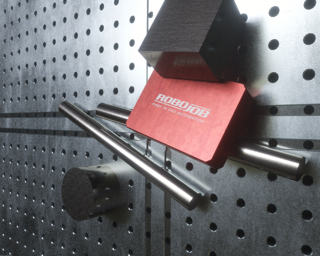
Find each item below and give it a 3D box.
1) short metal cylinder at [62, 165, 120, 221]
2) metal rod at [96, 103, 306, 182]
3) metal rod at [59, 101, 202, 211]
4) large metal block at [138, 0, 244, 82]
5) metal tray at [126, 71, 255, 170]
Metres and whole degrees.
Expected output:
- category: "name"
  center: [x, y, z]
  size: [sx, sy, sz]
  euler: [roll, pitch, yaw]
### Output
- category: "short metal cylinder"
  center: [-0.109, 0.099, 0.483]
  size: [0.080, 0.050, 0.079]
  euler: [0, 90, 40]
- category: "metal rod"
  center: [0.023, 0.006, 0.390]
  size: [0.300, 0.025, 0.025]
  euler: [17, 101, 38]
- category: "metal rod"
  center: [-0.063, 0.026, 0.461]
  size: [0.300, 0.025, 0.025]
  euler: [31, 109, 35]
- category: "large metal block"
  center: [0.035, -0.102, 0.344]
  size: [0.080, 0.050, 0.080]
  euler: [13, 71, 39]
- category: "metal tray"
  center: [0.030, -0.018, 0.359]
  size: [0.130, 0.030, 0.090]
  euler: [22, 83, 39]
